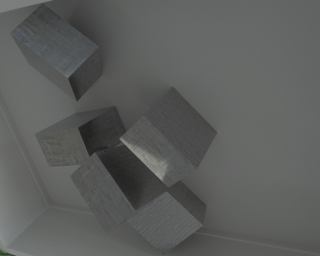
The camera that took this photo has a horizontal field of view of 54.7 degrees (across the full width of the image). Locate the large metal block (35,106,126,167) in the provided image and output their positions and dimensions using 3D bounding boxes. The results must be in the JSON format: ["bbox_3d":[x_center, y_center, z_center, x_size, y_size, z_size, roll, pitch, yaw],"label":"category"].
[{"bbox_3d":[-0.108,0.011,0.432,0.080,0.080,0.050,-7,109,31],"label":"large metal block"}]

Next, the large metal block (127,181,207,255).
[{"bbox_3d":[0.008,0.121,0.448,0.080,0.050,0.080,44,112,-3],"label":"large metal block"}]

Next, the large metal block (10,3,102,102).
[{"bbox_3d":[-0.120,-0.087,0.376,0.080,0.050,0.080,38,164,2],"label":"large metal block"}]

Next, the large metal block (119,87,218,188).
[{"bbox_3d":[0.013,0.009,0.371,0.080,0.080,0.050,46,129,-4],"label":"large metal block"}]

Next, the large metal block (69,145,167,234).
[{"bbox_3d":[-0.050,0.070,0.387,0.050,0.080,0.080,-42,77,23],"label":"large metal block"}]
